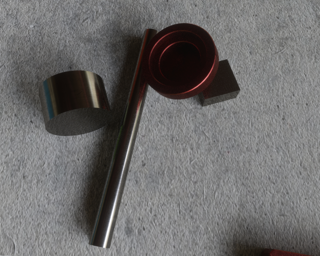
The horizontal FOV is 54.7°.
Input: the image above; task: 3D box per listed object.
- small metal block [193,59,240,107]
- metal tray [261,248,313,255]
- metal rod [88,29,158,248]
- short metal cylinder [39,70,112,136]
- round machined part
[{"bbox_3d":[0.077,-0.063,0.432,0.050,0.025,0.050,-15,71,-6],"label":"small metal block"},{"bbox_3d":[0.178,0.190,0.338,0.131,0.030,0.090,9,70,3],"label":"metal tray"},{"bbox_3d":[-0.041,-0.001,0.408,0.025,0.025,0.299,11,70,3],"label":"metal rod"},{"bbox_3d":[-0.105,-0.029,0.388,0.081,0.080,0.050,-15,71,-6],"label":"short metal cylinder"},{"bbox_3d":[0.029,-0.084,0.409,0.098,0.042,0.098,-5,76,20],"label":"round machined part"}]
